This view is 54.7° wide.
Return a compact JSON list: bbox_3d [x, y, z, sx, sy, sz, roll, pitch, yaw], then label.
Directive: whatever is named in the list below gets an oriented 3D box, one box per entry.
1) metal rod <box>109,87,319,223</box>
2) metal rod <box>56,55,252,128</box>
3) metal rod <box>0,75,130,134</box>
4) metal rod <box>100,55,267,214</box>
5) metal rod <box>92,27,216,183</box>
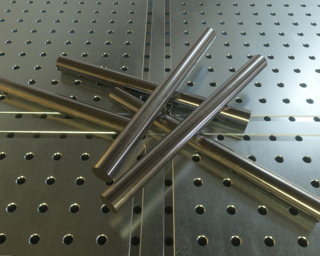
[{"bbox_3d":[0.055,0.022,0.389,0.300,0.025,0.025,30,56,22],"label":"metal rod"},{"bbox_3d":[-0.018,-0.057,0.455,0.301,0.025,0.025,18,52,14],"label":"metal rod"},{"bbox_3d":[-0.175,-0.046,0.443,0.301,0.025,0.025,18,52,14],"label":"metal rod"},{"bbox_3d":[0.048,-0.010,0.382,0.025,0.025,0.302,34,57,25],"label":"metal rod"},{"bbox_3d":[0.008,-0.051,0.416,0.025,0.025,0.301,22,53,17],"label":"metal rod"}]
